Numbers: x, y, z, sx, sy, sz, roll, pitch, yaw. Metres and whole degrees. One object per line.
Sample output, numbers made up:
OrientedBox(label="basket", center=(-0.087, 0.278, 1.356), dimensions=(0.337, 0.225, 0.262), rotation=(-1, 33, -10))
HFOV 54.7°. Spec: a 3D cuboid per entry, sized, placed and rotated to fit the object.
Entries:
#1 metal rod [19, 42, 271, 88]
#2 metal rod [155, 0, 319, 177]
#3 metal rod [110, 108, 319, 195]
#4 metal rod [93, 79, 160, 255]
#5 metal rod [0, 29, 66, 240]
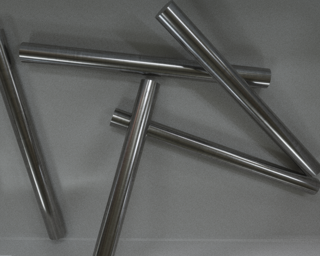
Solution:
OrientedBox(label="metal rod", center=(-0.015, -0.077, 0.382), dimensions=(0.302, 0.025, 0.025), rotation=(6, 110, -3))
OrientedBox(label="metal rod", center=(0.109, -0.033, 0.378), dimensions=(0.025, 0.025, 0.300), rotation=(-43, 113, 14))
OrientedBox(label="metal rod", center=(0.079, 0.035, 0.424), dimensions=(0.302, 0.025, 0.025), rotation=(19, 109, -7))
OrientedBox(label="metal rod", center=(-0.050, 0.087, 0.374), dimensions=(0.025, 0.025, 0.299), rotation=(15, 84, -6))
OrientedBox(label="metal rod", center=(-0.177, 0.023, 0.417), dimensions=(0.025, 0.025, 0.298), rotation=(-8, 110, 3))
